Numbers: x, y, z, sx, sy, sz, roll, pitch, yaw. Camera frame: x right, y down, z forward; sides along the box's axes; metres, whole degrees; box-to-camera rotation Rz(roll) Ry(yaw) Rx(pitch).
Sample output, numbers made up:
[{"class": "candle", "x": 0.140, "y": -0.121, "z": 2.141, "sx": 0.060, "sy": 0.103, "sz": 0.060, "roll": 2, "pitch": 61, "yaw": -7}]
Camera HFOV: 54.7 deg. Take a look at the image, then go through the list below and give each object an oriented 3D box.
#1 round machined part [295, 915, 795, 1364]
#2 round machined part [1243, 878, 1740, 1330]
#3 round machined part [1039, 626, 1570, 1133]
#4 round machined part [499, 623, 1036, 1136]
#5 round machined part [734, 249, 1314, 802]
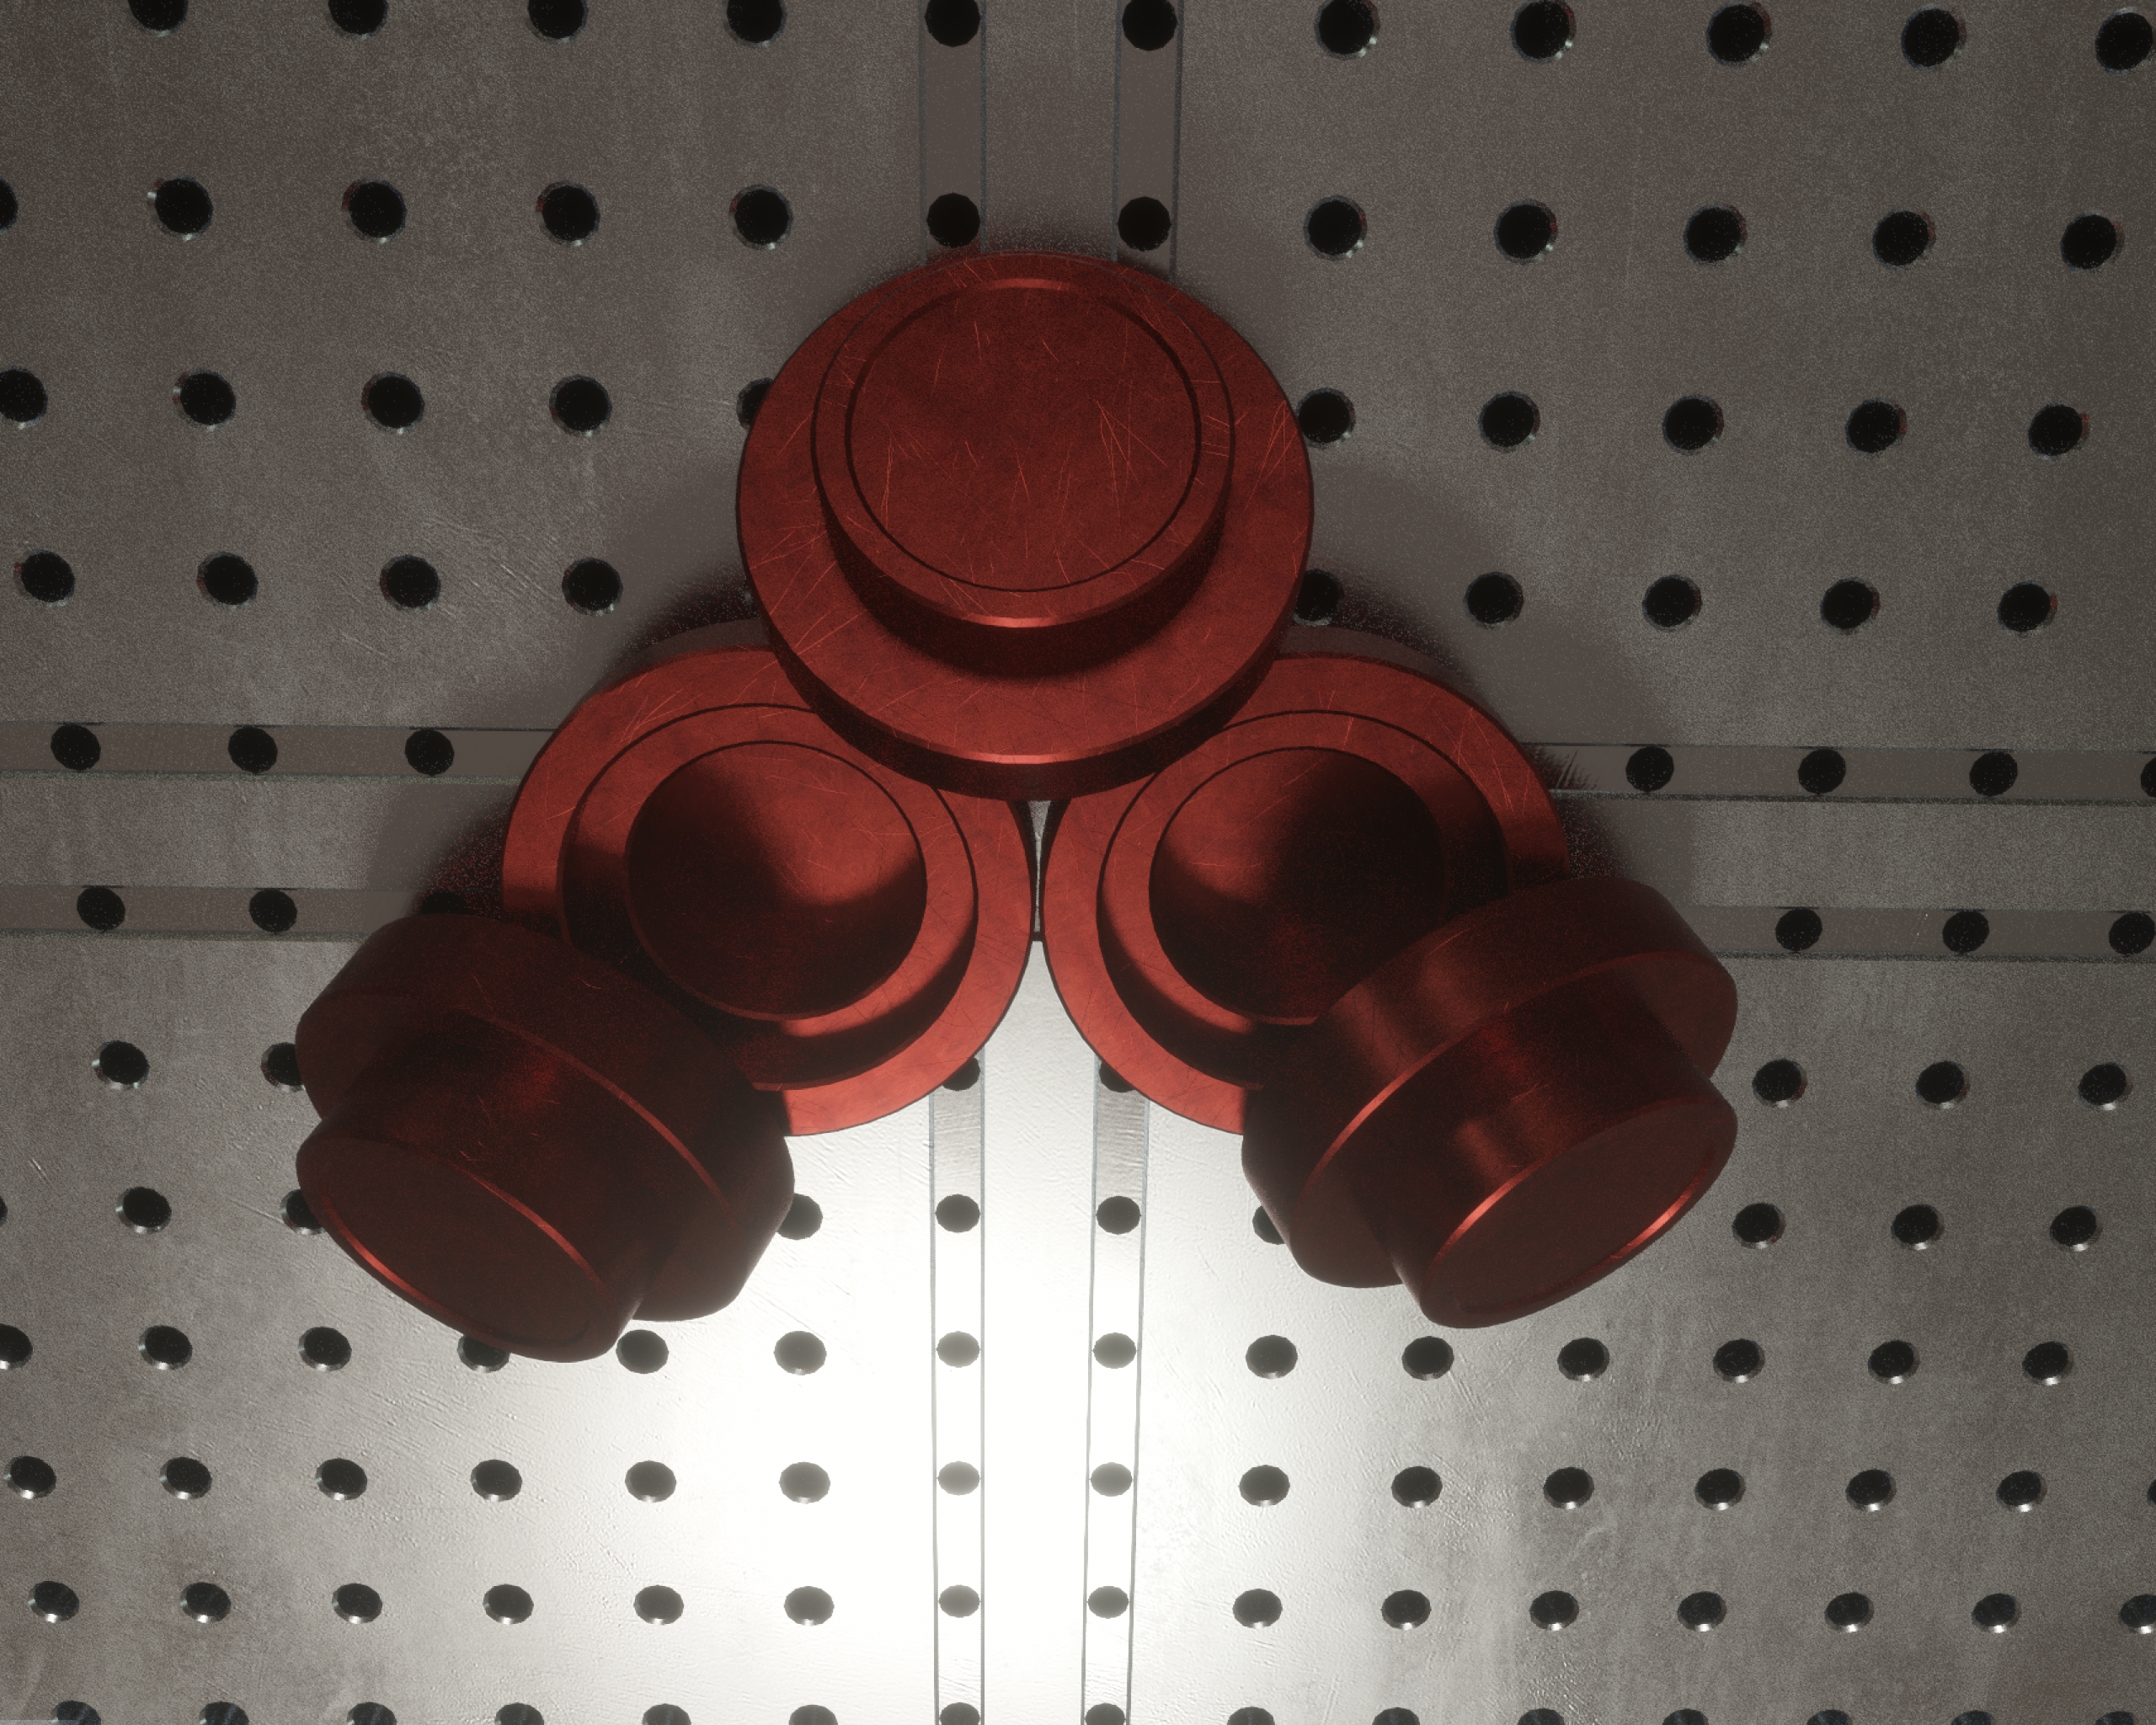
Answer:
[{"class": "round machined part", "x": -0.108, "y": 0.059, "z": 0.400, "sx": 0.098, "sy": 0.042, "sz": 0.097, "roll": 16, "pitch": 139, "yaw": 15}, {"class": "round machined part", "x": 0.084, "y": 0.052, "z": 0.396, "sx": 0.099, "sy": 0.042, "sz": 0.097, "roll": -20, "pitch": 143, "yaw": -16}, {"class": "round machined part", "x": 0.042, "y": 0.001, "z": 0.405, "sx": 0.099, "sy": 0.042, "sz": 0.097, "roll": 0, "pitch": 110, "yaw": -1}, {"class": "round machined part", "x": -0.057, "y": 0.000, "z": 0.403, "sx": 0.099, "sy": 0.042, "sz": 0.097, "roll": 0, "pitch": 110, "yaw": -1}, {"class": "round machined part", "x": -0.009, "y": -0.063, "z": 0.354, "sx": 0.099, "sy": 0.042, "sz": 0.098, "roll": 0, "pitch": 72, "yaw": -1}]
